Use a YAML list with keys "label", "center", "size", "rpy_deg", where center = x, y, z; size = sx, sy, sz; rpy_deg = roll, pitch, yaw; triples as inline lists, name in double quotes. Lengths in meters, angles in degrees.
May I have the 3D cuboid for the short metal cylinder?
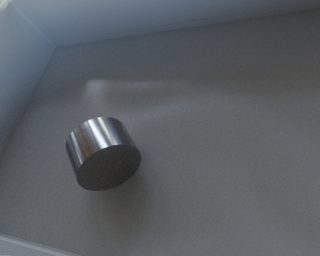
- label: "short metal cylinder"
  center: [-0.070, 0.033, 0.386]
  size: [0.080, 0.080, 0.050]
  rpy_deg: [-37, 51, 3]
